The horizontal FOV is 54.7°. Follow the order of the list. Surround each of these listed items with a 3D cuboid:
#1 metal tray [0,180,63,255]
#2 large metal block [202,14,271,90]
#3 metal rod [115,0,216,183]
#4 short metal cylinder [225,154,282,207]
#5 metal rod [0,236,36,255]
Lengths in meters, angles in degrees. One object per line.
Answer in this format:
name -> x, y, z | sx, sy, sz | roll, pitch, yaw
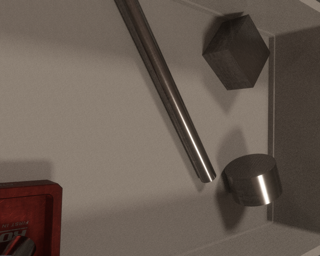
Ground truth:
metal tray -> -0.156, 0.096, 0.273 | 0.131, 0.030, 0.089 | 3, 88, -40
large metal block -> 0.125, -0.119, 0.497 | 0.080, 0.050, 0.080 | 46, 62, -31
metal rod -> 0.012, -0.050, 0.418 | 0.025, 0.025, 0.299 | -40, 115, -33
short metal cylinder -> 0.151, 0.082, 0.501 | 0.081, 0.080, 0.050 | -31, 110, -36
metal rod -> -0.134, 0.165, 0.149 | 0.300, 0.025, 0.025 | -84, 152, -68
